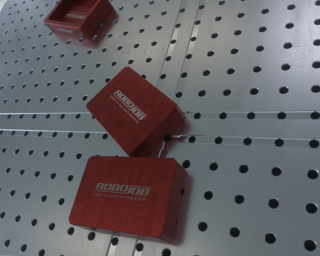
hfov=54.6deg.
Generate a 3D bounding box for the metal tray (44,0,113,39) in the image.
[{"bbox_3d":[-0.171,-0.235,0.640,0.130,0.030,0.090,21,72,35],"label":"metal tray"}]

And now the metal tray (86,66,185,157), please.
[{"bbox_3d":[-0.039,-0.024,0.441,0.090,0.030,0.130,-45,51,-3],"label":"metal tray"}]

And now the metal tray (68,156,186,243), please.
[{"bbox_3d":[-0.040,0.082,0.377,0.130,0.030,0.090,-1,61,27],"label":"metal tray"}]
